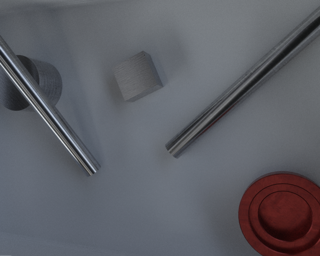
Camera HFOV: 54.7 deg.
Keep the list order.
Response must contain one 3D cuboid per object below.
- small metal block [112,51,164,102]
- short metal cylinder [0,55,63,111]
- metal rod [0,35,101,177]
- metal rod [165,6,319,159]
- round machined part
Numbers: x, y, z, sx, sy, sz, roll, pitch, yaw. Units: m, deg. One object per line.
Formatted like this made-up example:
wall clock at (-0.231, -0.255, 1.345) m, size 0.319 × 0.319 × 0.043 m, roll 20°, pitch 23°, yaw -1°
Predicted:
small metal block at (-0.030, -0.069, 0.420) m, size 0.050 × 0.025 × 0.050 m, roll -24°, pitch 82°, yaw 18°
short metal cylinder at (-0.196, -0.064, 0.464) m, size 0.080 × 0.050 × 0.079 m, roll 0°, pitch 90°, yaw 19°
metal rod at (-0.178, -0.058, 0.413) m, size 0.025 × 0.025 × 0.299 m, roll -31°, pitch 103°, yaw 17°
metal rod at (0.122, -0.068, 0.367) m, size 0.299 × 0.025 × 0.025 m, roll -43°, pitch 77°, yaw 14°
round machined part at (0.141, 0.097, 0.352) m, size 0.098 × 0.042 × 0.097 m, roll 0°, pitch 90°, yaw 19°
